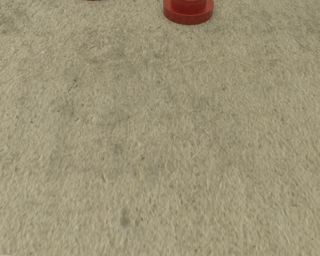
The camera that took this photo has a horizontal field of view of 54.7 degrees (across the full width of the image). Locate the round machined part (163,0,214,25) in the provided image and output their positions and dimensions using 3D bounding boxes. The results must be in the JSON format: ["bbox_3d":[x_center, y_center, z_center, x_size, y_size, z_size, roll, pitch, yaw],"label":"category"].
[{"bbox_3d":[0.055,-0.244,0.598,0.099,0.042,0.098,0,50,0],"label":"round machined part"}]
